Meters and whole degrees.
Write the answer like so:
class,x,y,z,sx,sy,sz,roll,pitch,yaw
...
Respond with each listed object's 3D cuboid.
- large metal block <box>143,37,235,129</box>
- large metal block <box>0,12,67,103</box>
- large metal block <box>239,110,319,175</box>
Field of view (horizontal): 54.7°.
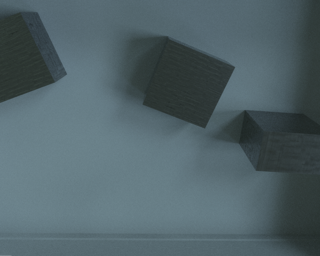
class,x,y,z,sx,sy,sz,roll,pitch,yaw
large metal block,0.032,-0.057,0.378,0.080,0.050,0.079,21,109,-8
large metal block,-0.171,-0.082,0.365,0.080,0.050,0.080,-19,109,6
large metal block,0.153,0.015,0.390,0.081,0.080,0.050,4,110,-2
